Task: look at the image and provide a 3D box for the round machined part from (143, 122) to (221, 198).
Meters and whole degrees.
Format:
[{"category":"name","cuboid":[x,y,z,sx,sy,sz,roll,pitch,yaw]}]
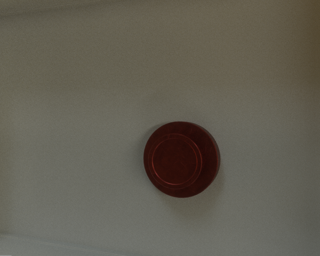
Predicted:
[{"category":"round machined part","cuboid":[0.024,0.040,0.392,0.098,0.042,0.097,0,90,19]}]
